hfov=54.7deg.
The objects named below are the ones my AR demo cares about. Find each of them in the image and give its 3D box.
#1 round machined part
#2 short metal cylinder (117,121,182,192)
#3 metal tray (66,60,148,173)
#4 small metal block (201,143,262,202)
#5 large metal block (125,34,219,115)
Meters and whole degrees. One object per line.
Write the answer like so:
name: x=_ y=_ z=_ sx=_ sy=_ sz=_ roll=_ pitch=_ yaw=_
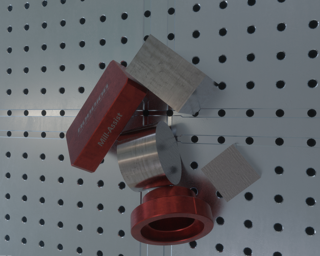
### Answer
round machined part: x=0.013 y=0.105 z=0.379 sx=0.098 sy=0.098 sz=0.042 roll=-22 pitch=47 yaw=18
short metal cylinder: x=-0.011 y=0.036 z=0.387 sx=0.050 sy=0.080 sz=0.080 roll=-15 pitch=85 yaw=19
metal tray: x=-0.075 y=-0.018 z=0.408 sx=0.129 sy=0.030 sz=0.090 roll=-55 pitch=32 yaw=11
small metal block: x=0.088 y=0.054 z=0.382 sx=0.050 sy=0.025 sz=0.050 roll=-41 pitch=77 yaw=15
large metal block: x=0.018 y=-0.061 z=0.377 sx=0.080 sy=0.080 sz=0.050 roll=40 pitch=103 yaw=15
